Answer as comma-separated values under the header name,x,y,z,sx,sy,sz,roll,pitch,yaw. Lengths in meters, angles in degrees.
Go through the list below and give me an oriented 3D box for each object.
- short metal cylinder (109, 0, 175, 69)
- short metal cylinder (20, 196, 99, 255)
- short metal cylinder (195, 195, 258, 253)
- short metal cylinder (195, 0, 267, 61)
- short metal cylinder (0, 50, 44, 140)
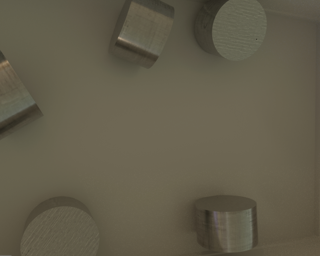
name,x,y,z,sx,sy,sz,roll,pitch,yaw
short metal cylinder,-0.024,-0.118,0.372,0.050,0.080,0.080,19,84,-19
short metal cylinder,-0.114,0.124,0.355,0.081,0.050,0.080,0,90,-20
short metal cylinder,0.088,0.125,0.414,0.081,0.080,0.050,-4,92,-20
short metal cylinder,0.094,-0.135,0.418,0.081,0.050,0.079,-8,114,-18
short metal cylinder,-0.166,-0.034,0.320,0.050,0.080,0.080,-34,101,-17
